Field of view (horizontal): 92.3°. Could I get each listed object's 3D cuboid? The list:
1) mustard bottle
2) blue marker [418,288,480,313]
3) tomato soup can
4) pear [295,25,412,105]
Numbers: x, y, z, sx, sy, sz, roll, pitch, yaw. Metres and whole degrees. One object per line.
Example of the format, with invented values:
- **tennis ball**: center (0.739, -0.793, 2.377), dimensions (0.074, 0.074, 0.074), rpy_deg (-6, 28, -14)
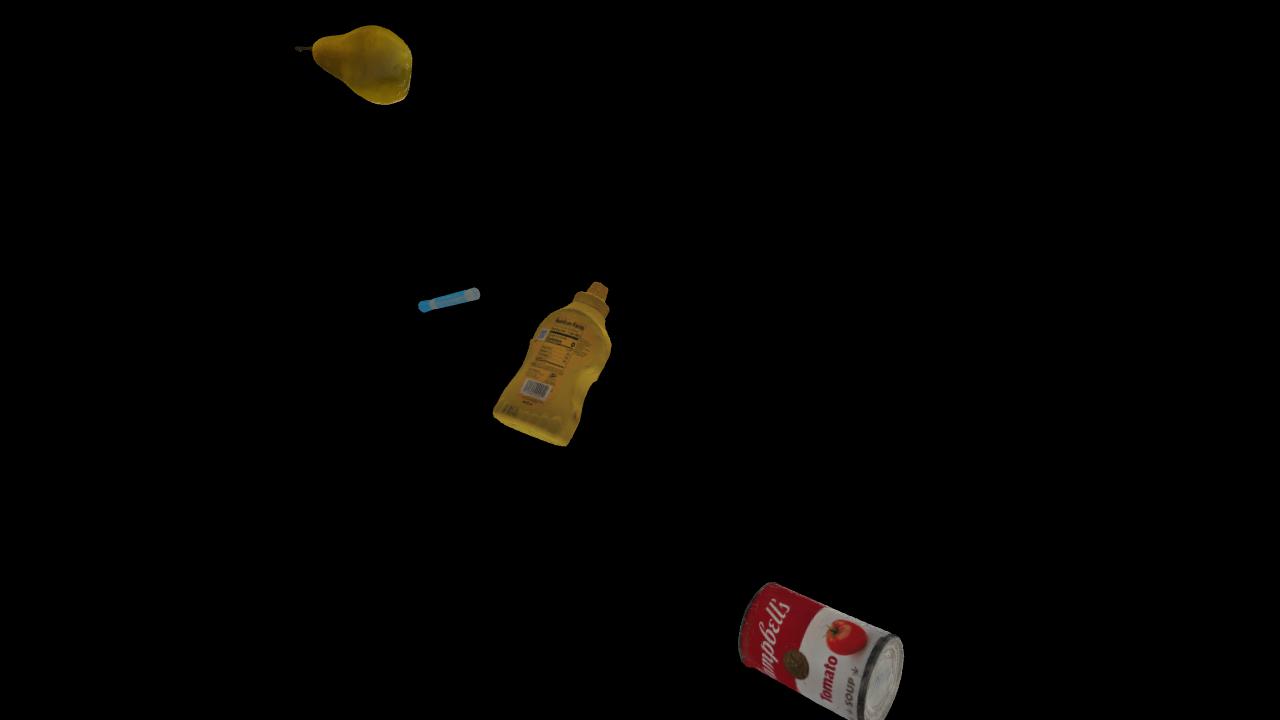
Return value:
- **mustard bottle**: center (-0.079, -0.005, 0.663), dimensions (0.092, 0.184, 0.054), rpy_deg (14, -20, 30)
- **blue marker**: center (-0.297, -0.091, 0.949), dimensions (0.121, 0.020, 0.020), rpy_deg (-9, -4, 29)
- **tomato soup can**: center (0.134, 0.218, 0.460), dimensions (0.101, 0.068, 0.068), rpy_deg (11, 7, 42)
- **pear**: center (-0.293, -0.309, 0.629), dimensions (0.111, 0.080, 0.080), rpy_deg (7, -3, -24)
